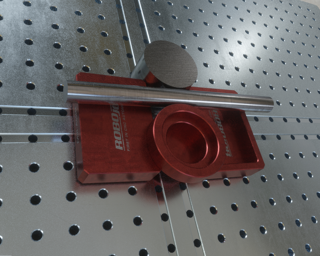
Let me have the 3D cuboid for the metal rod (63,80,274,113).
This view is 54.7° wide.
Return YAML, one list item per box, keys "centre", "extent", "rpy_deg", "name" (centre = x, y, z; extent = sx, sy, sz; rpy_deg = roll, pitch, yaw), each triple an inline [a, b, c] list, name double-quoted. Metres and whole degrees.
- centre: [0.032, -0.038, 0.404]
  extent: [0.303, 0.025, 0.025]
  rpy_deg: [1, 62, -28]
  name: "metal rod"

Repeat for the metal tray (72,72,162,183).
- centre: [-0.054, -0.002, 0.371]
  extent: [0.091, 0.030, 0.130]
  rpy_deg: [3, 61, -27]
  name: "metal tray"

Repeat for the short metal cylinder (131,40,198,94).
- centre: [0.005, -0.076, 0.436]
  extent: [0.081, 0.050, 0.080]
  rpy_deg: [14, 56, -21]
  name: "short metal cylinder"

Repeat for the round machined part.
- centre: [0.029, 0.022, 0.383]
  extent: [0.099, 0.042, 0.098]
  rpy_deg: [14, 56, -21]
  name: "round machined part"

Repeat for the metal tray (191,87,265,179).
- centre: [0.087, 0.005, 0.444]
  extent: [0.091, 0.030, 0.130]
  rpy_deg: [1, 61, -28]
  name: "metal tray"
